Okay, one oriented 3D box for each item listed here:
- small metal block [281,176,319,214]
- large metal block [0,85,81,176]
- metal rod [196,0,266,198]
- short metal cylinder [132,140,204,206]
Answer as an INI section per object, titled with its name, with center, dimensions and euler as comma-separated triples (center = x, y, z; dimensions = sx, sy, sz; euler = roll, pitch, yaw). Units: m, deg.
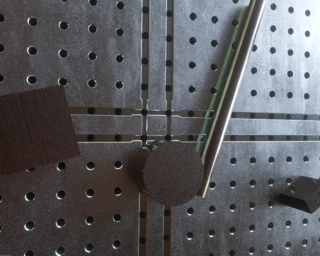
[small metal block]
center = 0.229, 0.103, 0.484
dimensions = 0.050, 0.050, 0.025
euler = -33, 101, -17
[large metal block]
center = -0.141, 0.001, 0.347
dimensions = 0.081, 0.050, 0.080
euler = -14, 95, -20
[metal rod]
center = 0.099, -0.047, 0.448
dimensions = 0.025, 0.025, 0.299
euler = 22, 83, -19
[short metal cylinder]
center = 0.010, 0.056, 0.403
dimensions = 0.081, 0.050, 0.079
euler = 0, 90, -20
